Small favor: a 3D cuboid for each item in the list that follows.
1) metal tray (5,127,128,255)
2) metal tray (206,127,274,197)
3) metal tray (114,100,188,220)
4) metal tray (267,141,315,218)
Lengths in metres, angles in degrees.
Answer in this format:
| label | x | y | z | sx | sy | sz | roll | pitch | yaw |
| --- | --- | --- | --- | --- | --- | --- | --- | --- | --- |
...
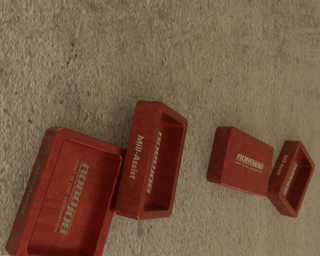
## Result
| label | x | y | z | sx | sy | sz | roll | pitch | yaw |
| --- | --- | --- | --- | --- | --- | --- | --- | --- | --- |
| metal tray | -0.091 | 0.073 | 0.324 | 0.090 | 0.030 | 0.130 | 24 | 75 | -37 |
| metal tray | 0.138 | 0.058 | 0.517 | 0.131 | 0.030 | 0.090 | 23 | 76 | -38 |
| metal tray | -0.006 | 0.041 | 0.374 | 0.090 | 0.030 | 0.129 | 27 | 72 | -61 |
| metal tray | 0.263 | 0.100 | 0.621 | 0.090 | 0.030 | 0.130 | 48 | 62 | -29 |
